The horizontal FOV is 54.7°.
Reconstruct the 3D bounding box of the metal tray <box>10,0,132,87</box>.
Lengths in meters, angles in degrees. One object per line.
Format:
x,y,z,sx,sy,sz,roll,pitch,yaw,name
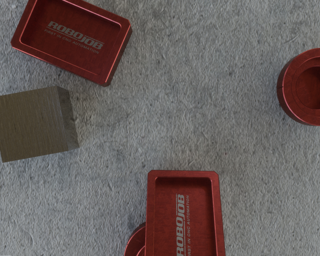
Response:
-0.113,-0.119,0.405,0.131,0.030,0.090,23,90,-1,metal tray

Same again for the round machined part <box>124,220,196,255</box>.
0.002,0.171,0.402,0.099,0.042,0.097,0,90,-1,round machined part

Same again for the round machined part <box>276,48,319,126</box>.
0.201,-0.051,0.404,0.099,0.042,0.097,0,90,-1,round machined part

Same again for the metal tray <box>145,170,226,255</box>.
0.028,0.117,0.376,0.091,0.030,0.130,1,59,-1,metal tray

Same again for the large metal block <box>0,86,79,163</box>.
-0.156,-0.005,0.395,0.080,0.050,0.080,-10,90,-1,large metal block
